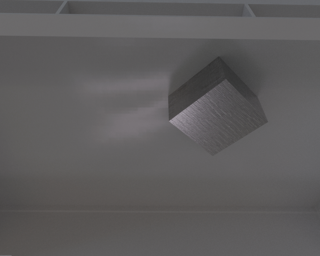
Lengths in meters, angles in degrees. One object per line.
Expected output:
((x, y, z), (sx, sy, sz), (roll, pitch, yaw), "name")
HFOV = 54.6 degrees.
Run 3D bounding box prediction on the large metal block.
((0.067, -0.024, 0.373), (0.080, 0.050, 0.080), (-37, 121, 27), "large metal block")
